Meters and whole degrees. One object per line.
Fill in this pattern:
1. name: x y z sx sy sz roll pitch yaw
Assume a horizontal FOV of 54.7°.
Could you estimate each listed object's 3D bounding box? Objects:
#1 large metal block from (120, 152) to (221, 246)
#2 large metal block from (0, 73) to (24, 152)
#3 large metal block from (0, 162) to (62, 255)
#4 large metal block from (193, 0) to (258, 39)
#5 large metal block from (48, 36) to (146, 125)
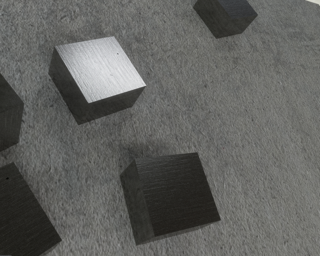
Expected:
1. large metal block: 0.009 0.077 0.346 0.081 0.050 0.080 -3 63 -30
2. large metal block: -0.176 -0.004 0.276 0.081 0.080 0.050 -34 81 -38
3. large metal block: -0.143 0.088 0.257 0.081 0.050 0.080 -29 78 -37
4. large metal block: 0.125 -0.223 0.591 0.081 0.050 0.080 -22 74 -36
5. large metal block: -0.078 -0.060 0.382 0.081 0.050 0.080 -23 74 -36
